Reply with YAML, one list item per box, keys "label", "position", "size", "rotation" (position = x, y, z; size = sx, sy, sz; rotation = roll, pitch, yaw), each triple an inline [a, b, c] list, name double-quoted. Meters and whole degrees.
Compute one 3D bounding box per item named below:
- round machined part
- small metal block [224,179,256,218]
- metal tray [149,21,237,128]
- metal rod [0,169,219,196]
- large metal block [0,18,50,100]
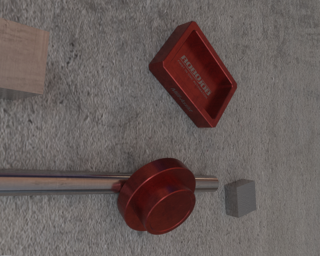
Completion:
- label: "round machined part"
  position: [0.003, 0.087, 0.368]
  size: [0.099, 0.042, 0.097]
  rotation: [-19, 130, -24]
- label: "small metal block"
  position: [0.135, 0.116, 0.518]
  size: [0.050, 0.025, 0.050]
  rotation: [-8, 95, -40]
- label: "metal tray"
  position: [0.053, -0.073, 0.445]
  size: [0.130, 0.030, 0.090]
  rotation: [47, 62, -30]
- label: "metal rod"
  position: [-0.035, 0.067, 0.375]
  size: [0.302, 0.025, 0.025]
  rotation: [9, 85, -40]
- label: "large metal block"
  position: [-0.145, -0.055, 0.247]
  size: [0.081, 0.080, 0.050]
  rotation: [7, 86, -40]
